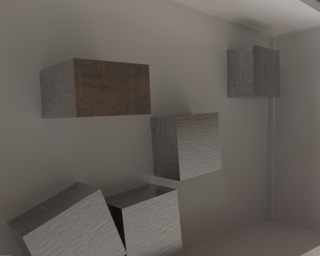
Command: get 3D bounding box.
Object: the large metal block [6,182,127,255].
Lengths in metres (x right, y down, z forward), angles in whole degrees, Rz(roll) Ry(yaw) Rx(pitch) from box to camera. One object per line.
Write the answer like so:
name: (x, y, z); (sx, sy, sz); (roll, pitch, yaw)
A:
large metal block: (-0.092, 0.113, 0.315); (0.081, 0.050, 0.080); (-29, 109, -36)

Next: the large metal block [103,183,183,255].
large metal block: (-0.022, 0.119, 0.374); (0.081, 0.050, 0.079); (-10, 97, -40)

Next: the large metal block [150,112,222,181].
large metal block: (0.036, 0.022, 0.423); (0.081, 0.050, 0.079); (-7, 95, -40)

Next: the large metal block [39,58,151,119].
large metal block: (-0.067, -0.037, 0.316); (0.081, 0.080, 0.050); (-5, 93, -40)

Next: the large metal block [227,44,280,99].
large metal block: (0.160, -0.092, 0.528); (0.081, 0.050, 0.079); (-2, 92, -40)
